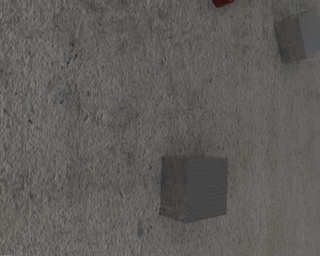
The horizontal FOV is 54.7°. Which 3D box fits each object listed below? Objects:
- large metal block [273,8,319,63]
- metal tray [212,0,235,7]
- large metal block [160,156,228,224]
[{"bbox_3d":[0.279,-0.185,0.621,0.081,0.050,0.080,-32,110,-35],"label":"large metal block"},{"bbox_3d":[0.086,-0.265,0.472,0.130,0.030,0.090,47,62,-30],"label":"metal tray"},{"bbox_3d":[0.048,0.080,0.429,0.081,0.050,0.080,3,88,-40],"label":"large metal block"}]
